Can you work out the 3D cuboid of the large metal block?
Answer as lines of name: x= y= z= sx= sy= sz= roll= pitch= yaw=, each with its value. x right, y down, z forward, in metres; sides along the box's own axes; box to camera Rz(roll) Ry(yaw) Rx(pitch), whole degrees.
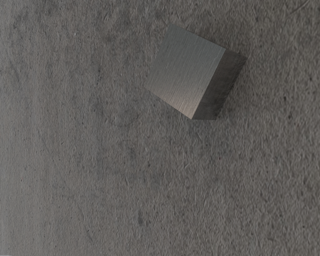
large metal block: x=0.039 y=-0.064 z=0.358 sx=0.080 sy=0.050 sz=0.080 roll=38 pitch=113 yaw=33
